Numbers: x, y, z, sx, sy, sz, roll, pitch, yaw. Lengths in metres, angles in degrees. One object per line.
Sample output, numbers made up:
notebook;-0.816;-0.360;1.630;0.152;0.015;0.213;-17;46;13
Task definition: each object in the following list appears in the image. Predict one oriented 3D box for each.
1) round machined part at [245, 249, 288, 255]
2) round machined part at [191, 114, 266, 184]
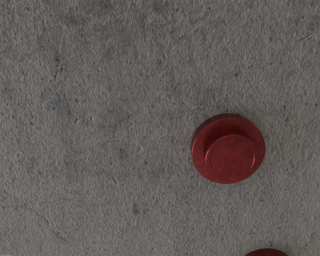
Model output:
round machined part;0.172;0.245;0.492;0.099;0.042;0.097;0;110;0
round machined part;0.092;0.033;0.414;0.099;0.042;0.097;0;110;0
